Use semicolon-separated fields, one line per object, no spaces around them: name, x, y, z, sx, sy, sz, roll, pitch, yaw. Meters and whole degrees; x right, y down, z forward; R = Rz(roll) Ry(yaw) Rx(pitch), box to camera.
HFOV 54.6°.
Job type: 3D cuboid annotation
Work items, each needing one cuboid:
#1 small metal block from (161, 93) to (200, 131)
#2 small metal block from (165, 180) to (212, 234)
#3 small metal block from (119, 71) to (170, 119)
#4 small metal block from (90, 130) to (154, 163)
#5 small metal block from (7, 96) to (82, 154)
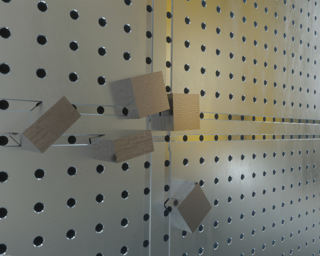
small metal block;0.029;-0.022;0.432;0.050;0.025;0.050;-3;92;-40
small metal block;0.042;0.112;0.443;0.050;0.025;0.050;-44;117;-31
small metal block;-0.019;-0.042;0.392;0.050;0.025;0.050;-21;103;-38
small metal block;-0.043;0.019;0.356;0.050;0.050;0.025;-15;100;-39
small metal block;-0.112;-0.004;0.298;0.050;0.050;0.025;-51;120;-28
